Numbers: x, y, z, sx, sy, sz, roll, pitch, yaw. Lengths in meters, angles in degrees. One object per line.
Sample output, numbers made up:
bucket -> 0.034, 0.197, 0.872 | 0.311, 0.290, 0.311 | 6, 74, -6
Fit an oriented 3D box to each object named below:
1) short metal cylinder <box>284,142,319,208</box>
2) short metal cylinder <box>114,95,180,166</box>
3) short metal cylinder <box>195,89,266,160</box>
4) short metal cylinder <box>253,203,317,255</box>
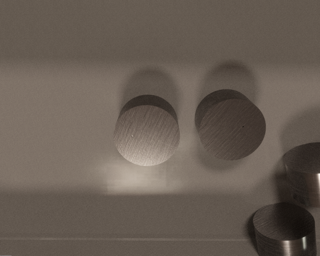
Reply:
short metal cylinder -> 0.209, 0.059, 0.407 | 0.080, 0.080, 0.050 | -16, 110, 5
short metal cylinder -> -0.016, 0.002, 0.399 | 0.081, 0.050, 0.079 | 0, 110, -1
short metal cylinder -> 0.088, -0.005, 0.397 | 0.081, 0.050, 0.079 | 0, 110, -1
short metal cylinder -> 0.177, 0.152, 0.441 | 0.080, 0.080, 0.050 | -12, 110, 4
